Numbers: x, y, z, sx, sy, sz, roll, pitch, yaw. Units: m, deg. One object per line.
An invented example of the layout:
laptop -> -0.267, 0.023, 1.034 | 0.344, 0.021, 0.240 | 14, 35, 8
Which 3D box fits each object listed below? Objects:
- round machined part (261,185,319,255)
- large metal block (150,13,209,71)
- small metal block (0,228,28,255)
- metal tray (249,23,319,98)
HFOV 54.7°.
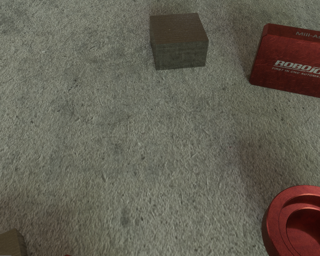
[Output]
round machined part -> 0.149, 0.109, 0.303 | 0.099, 0.042, 0.098 | 0, 50, 0
large metal block -> 0.028, -0.142, 0.507 | 0.081, 0.050, 0.080 | -6, 50, -6
small metal block -> -0.153, 0.131, 0.291 | 0.050, 0.025, 0.050 | -21, 53, -17
metal tray -> 0.203, -0.092, 0.440 | 0.131, 0.089, 0.030 | 13, 51, 10
